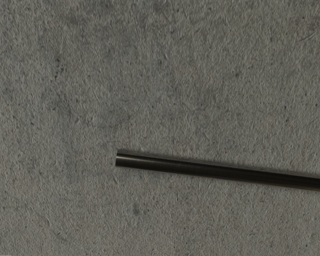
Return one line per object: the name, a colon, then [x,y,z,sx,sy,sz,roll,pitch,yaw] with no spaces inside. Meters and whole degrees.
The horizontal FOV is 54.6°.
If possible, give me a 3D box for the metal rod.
metal rod: [0.090,0.061,0.432,0.302,0.025,0.025,8,110,-3]
